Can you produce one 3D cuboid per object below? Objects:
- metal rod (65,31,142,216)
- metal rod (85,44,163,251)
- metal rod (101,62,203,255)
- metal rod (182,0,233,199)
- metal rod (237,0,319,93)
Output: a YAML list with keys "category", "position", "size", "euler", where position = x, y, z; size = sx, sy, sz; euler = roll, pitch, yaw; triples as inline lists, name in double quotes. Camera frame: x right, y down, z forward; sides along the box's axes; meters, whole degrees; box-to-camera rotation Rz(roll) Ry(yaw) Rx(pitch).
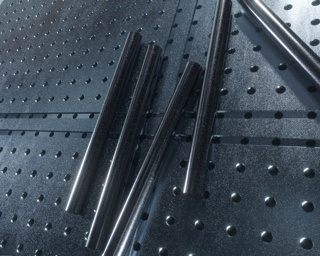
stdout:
- category: "metal rod"
  position: [-0.076, -0.022, 0.459]
  size: [0.025, 0.025, 0.300]
  euler: [0, 62, 28]
- category: "metal rod"
  position: [-0.041, 0.009, 0.422]
  size: [0.025, 0.025, 0.300]
  euler: [0, 62, 28]
- category: "metal rod"
  position: [-0.009, 0.044, 0.384]
  size: [0.025, 0.025, 0.300]
  euler: [11, 67, 32]
- category: "metal rod"
  position: [0.067, -0.057, 0.406]
  size: [0.025, 0.025, 0.300]
  euler: [-1, 61, 27]
- category: "metal rod"
  position: [0.170, -0.087, 0.371]
  size: [0.025, 0.025, 0.299]
  euler: [-29, 52, 9]
